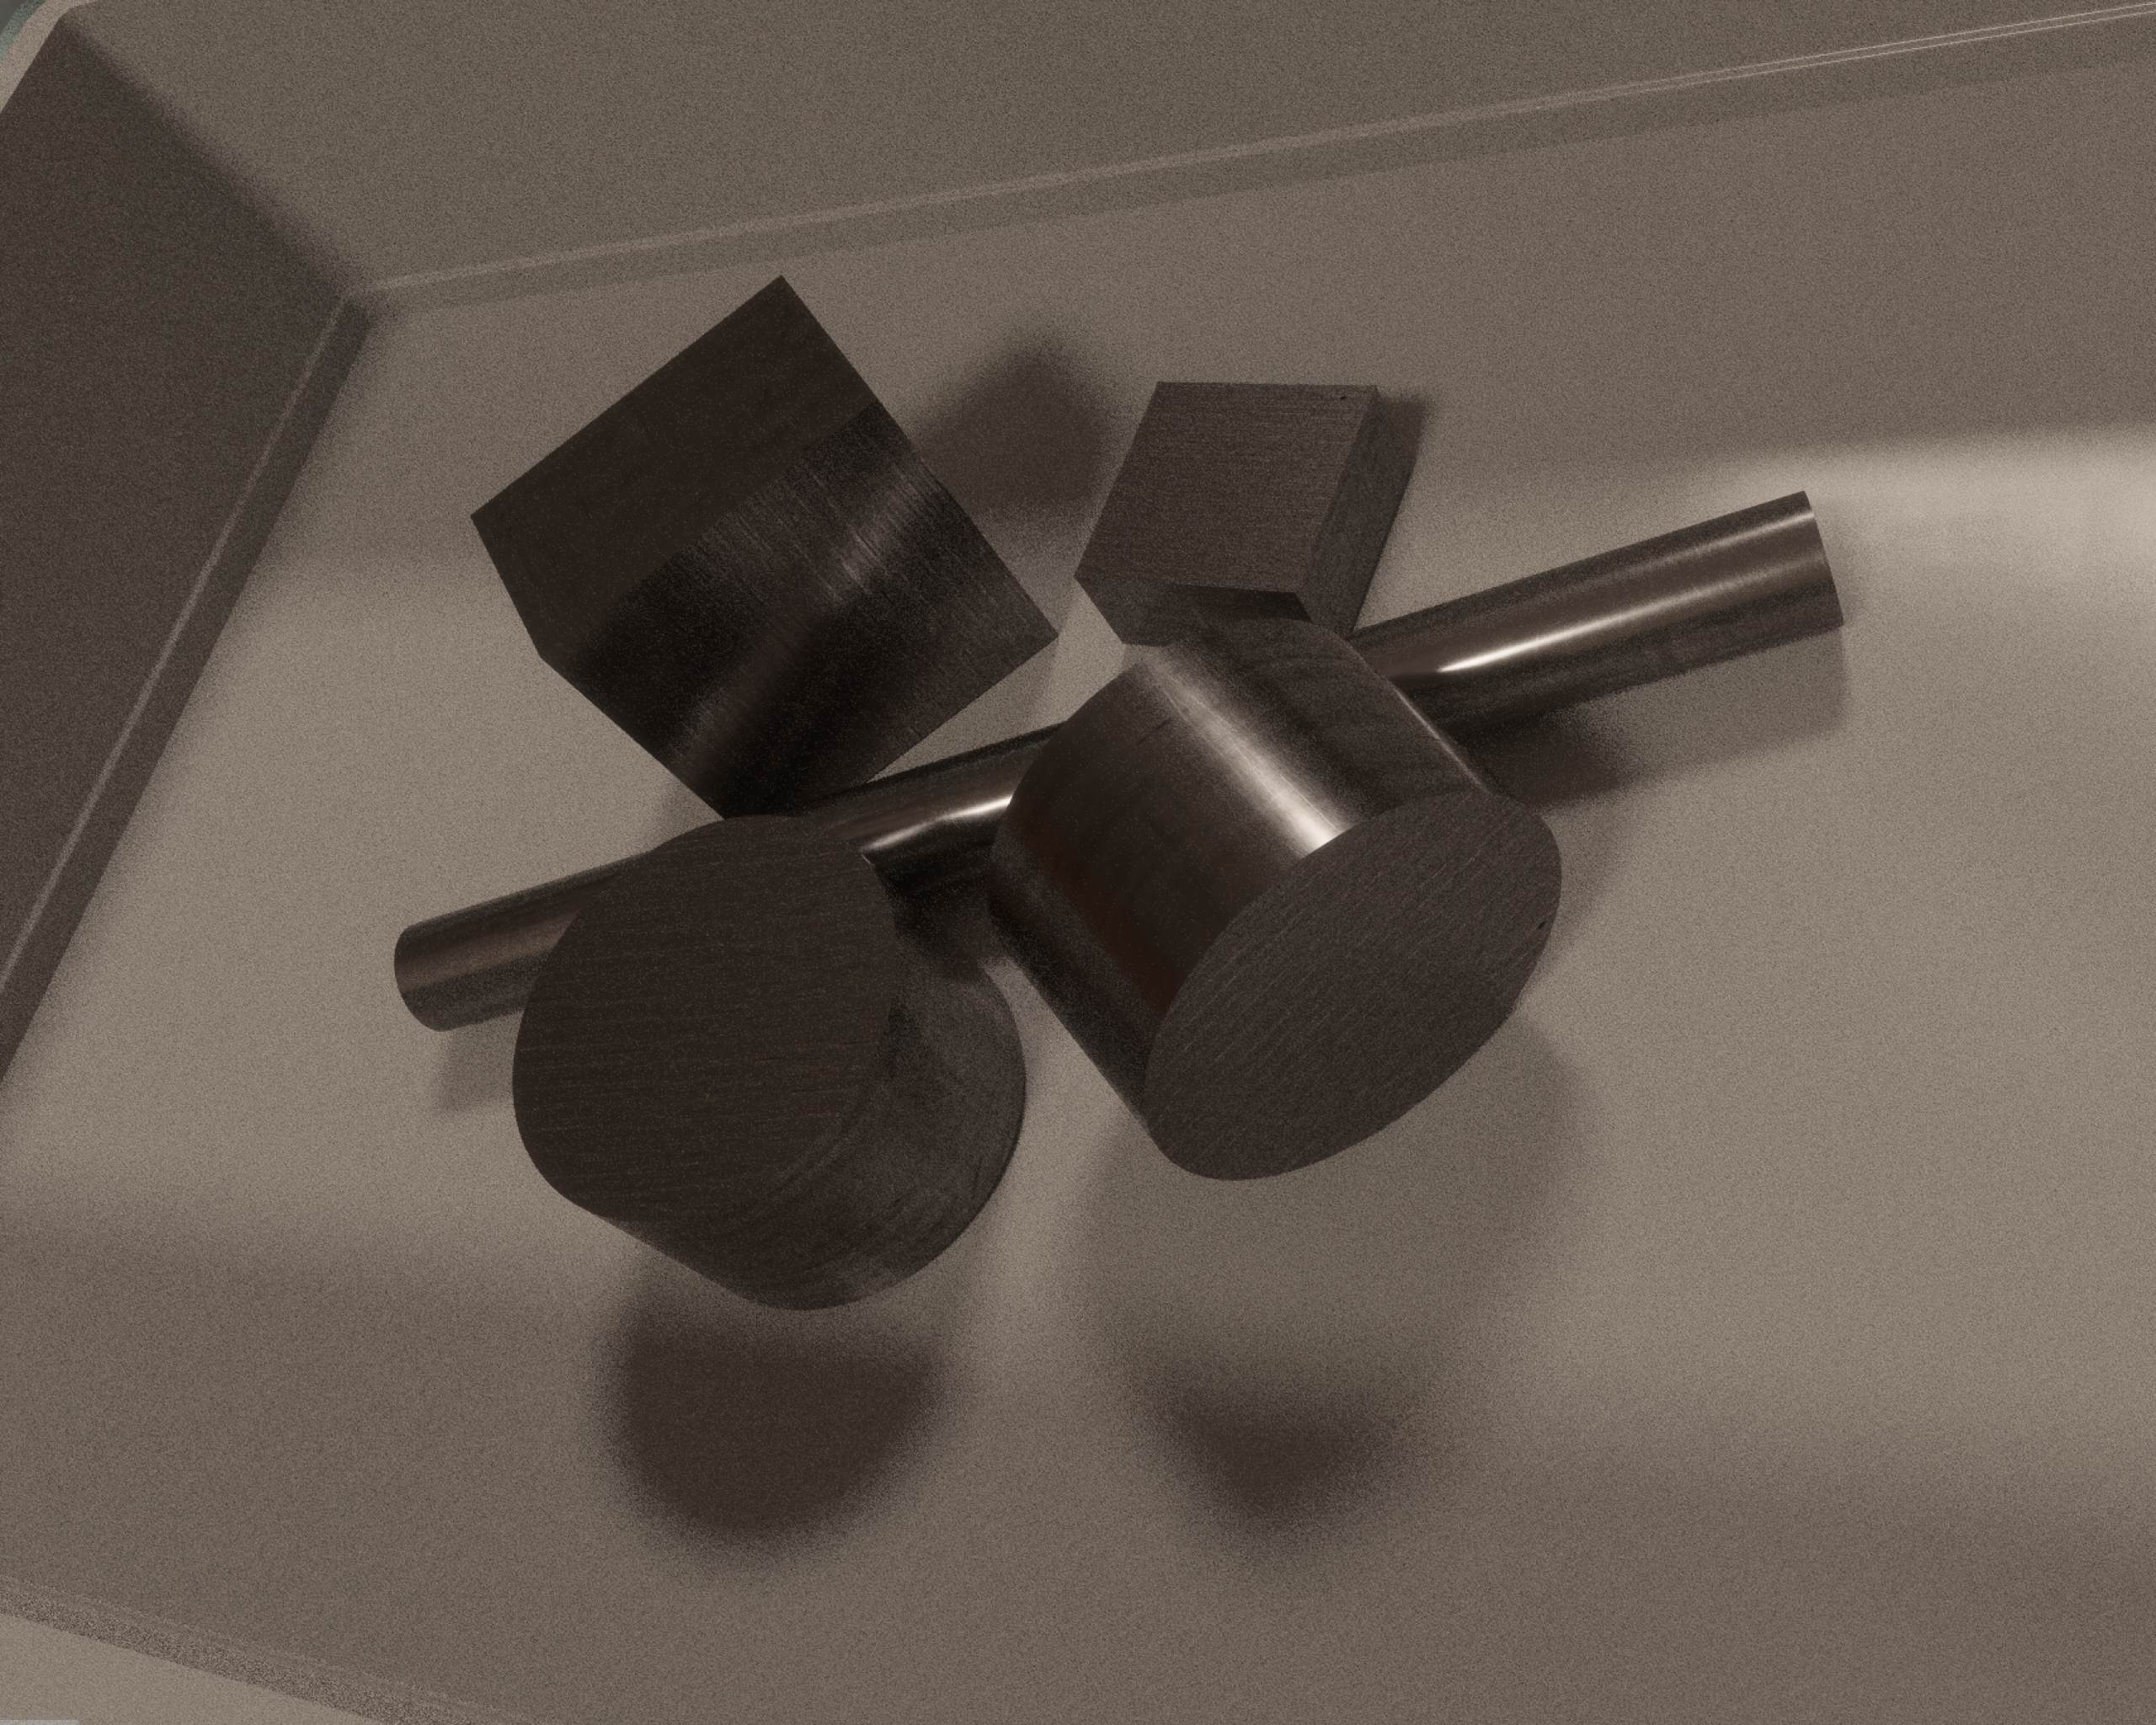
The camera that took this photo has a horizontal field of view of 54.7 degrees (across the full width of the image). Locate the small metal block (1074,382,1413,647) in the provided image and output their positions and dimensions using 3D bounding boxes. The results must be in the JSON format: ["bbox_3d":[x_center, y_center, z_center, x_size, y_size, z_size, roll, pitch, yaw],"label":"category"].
[{"bbox_3d":[0.034,-0.070,0.428,0.050,0.025,0.050,9,66,31],"label":"small metal block"}]

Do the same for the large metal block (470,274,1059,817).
[{"bbox_3d":[-0.064,-0.060,0.438,0.080,0.080,0.050,-37,51,3],"label":"large metal block"}]

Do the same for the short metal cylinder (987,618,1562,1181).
[{"bbox_3d":[0.032,0.006,0.347,0.080,0.080,0.050,-40,51,0],"label":"short metal cylinder"}]

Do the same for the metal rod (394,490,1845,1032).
[{"bbox_3d":[-0.006,-0.014,0.415,0.301,0.025,0.025,-16,55,18],"label":"metal rod"}]

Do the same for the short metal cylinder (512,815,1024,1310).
[{"bbox_3d":[-0.057,0.038,0.392,0.080,0.050,0.080,-13,56,20],"label":"short metal cylinder"}]
